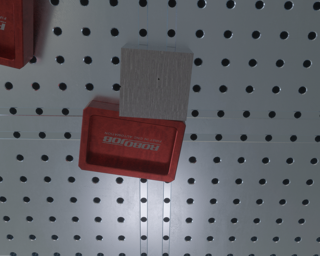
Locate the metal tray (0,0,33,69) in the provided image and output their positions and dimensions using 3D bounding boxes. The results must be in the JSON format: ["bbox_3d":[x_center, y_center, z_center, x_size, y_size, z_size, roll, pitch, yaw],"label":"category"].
[{"bbox_3d":[-0.214,-0.127,0.349,0.131,0.030,0.089,13,125,-5],"label":"metal tray"}]

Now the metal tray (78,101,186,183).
[{"bbox_3d":[-0.038,0.019,0.417,0.131,0.030,0.089,9,110,-4],"label":"metal tray"}]

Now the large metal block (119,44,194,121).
[{"bbox_3d":[-0.006,-0.057,0.379,0.081,0.050,0.079,4,110,-2],"label":"large metal block"}]
